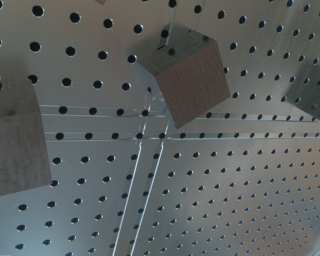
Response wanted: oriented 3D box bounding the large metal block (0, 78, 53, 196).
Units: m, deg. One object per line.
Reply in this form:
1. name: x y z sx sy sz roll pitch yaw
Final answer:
1. large metal block: -0.142 0.006 0.302 0.050 0.080 0.079 -11 123 -23

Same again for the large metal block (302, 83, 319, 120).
1. large metal block: 0.312 -0.045 0.541 0.081 0.050 0.080 14 111 -35

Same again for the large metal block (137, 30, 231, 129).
1. large metal block: 0.031 -0.059 0.377 0.080 0.050 0.080 -32 129 -8

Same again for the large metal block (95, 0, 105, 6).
1. large metal block: -0.078 -0.147 0.243 0.080 0.080 0.050 23 106 -37
